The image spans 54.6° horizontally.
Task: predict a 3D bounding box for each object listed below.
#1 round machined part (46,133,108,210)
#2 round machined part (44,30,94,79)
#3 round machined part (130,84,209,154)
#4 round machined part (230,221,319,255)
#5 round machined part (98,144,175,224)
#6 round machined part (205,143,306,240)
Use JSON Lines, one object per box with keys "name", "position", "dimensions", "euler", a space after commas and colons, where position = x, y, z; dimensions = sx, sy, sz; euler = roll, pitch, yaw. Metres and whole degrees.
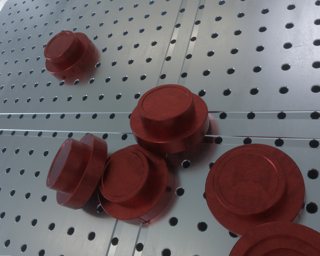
{"name": "round machined part", "position": [-0.111, 0.051, 0.399], "dimensions": [0.098, 0.042, 0.098], "euler": [-41, 34, 36]}
{"name": "round machined part", "position": [-0.176, -0.142, 0.579], "dimensions": [0.098, 0.042, 0.098], "euler": [-13, 56, 21]}
{"name": "round machined part", "position": [0.010, -0.018, 0.384], "dimensions": [0.098, 0.042, 0.098], "euler": [-8, 43, 7]}
{"name": "round machined part", "position": [0.107, 0.131, 0.257], "dimensions": [0.098, 0.042, 0.098], "euler": [-10, 62, 20]}
{"name": "round machined part", "position": [-0.035, 0.063, 0.378], "dimensions": [0.098, 0.042, 0.098], "euler": [-13, 56, 21]}
{"name": "round machined part", "position": [0.093, 0.059, 0.313], "dimensions": [0.098, 0.042, 0.098], "euler": [-13, 56, 21]}
